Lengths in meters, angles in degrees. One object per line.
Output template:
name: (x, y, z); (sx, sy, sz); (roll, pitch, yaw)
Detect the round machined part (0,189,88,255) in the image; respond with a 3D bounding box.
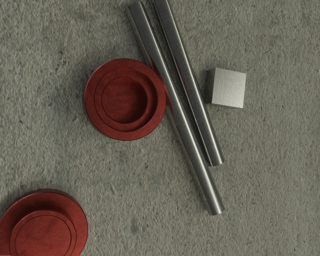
round machined part: (-0.132, 0.121, 0.352); (0.099, 0.042, 0.097); (0, 90, -20)

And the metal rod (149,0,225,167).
metal rod: (0.028, -0.089, 0.419); (0.025, 0.025, 0.299); (-23, 98, -19)

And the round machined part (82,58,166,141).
round machined part: (-0.046, -0.034, 0.383); (0.099, 0.042, 0.097); (0, 90, -20)

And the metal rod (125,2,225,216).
metal rod: (0.023, -0.019, 0.417); (0.025, 0.025, 0.299); (-25, 99, -18)

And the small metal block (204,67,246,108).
small metal block: (0.093, -0.056, 0.443); (0.050, 0.025, 0.050); (7, 88, -20)
